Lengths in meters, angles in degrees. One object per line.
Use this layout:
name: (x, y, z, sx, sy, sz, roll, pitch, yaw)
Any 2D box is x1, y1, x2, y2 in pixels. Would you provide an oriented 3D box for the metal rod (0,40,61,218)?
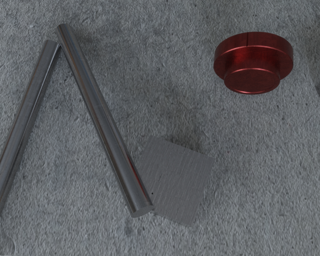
metal rod: (-0.185, 0.017, 0.399, 0.025, 0.025, 0.299, 11, 70, 3)

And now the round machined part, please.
round machined part: (0.118, -0.076, 0.399, 0.099, 0.098, 0.042, 7, 71, 2)

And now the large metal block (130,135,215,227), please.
large metal block: (0.011, 0.065, 0.371, 0.080, 0.050, 0.080, 20, 71, 7)

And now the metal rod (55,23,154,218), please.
metal rod: (-0.080, -0.030, 0.387, 0.025, 0.025, 0.299, -24, 61, -9)

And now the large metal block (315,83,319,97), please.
large metal block: (0.272, -0.039, 0.413, 0.081, 0.050, 0.080, -13, 71, -5)
